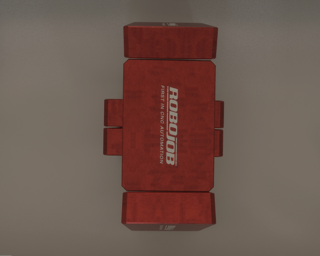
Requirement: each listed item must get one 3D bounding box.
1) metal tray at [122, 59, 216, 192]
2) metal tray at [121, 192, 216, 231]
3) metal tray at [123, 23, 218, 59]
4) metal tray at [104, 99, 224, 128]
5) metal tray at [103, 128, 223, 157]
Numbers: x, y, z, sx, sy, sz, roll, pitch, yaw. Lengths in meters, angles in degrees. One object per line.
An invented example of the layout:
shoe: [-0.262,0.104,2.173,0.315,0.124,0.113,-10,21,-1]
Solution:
metal tray: [0.008,-0.002,0.317,0.091,0.030,0.129,1,90,-1]
metal tray: [0.008,0.099,0.356,0.091,0.130,0.030,0,69,-1]
metal tray: [0.010,-0.104,0.357,0.091,0.130,0.030,1,111,0]
metal tray: [0.005,-0.016,0.378,0.131,0.090,0.030,1,90,0]
metal tray: [0.004,0.015,0.378,0.131,0.090,0.030,1,90,0]
